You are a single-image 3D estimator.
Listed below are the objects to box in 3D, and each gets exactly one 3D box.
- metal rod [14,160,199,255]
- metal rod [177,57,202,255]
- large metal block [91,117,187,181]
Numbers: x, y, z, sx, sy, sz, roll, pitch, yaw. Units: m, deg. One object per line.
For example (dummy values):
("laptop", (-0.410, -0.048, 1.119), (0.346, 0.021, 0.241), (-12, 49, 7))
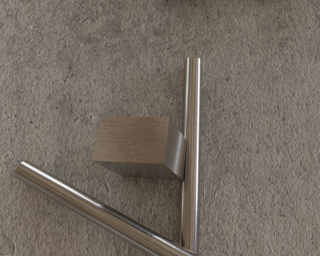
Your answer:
("metal rod", (-0.040, 0.112, 0.348), (0.301, 0.025, 0.025), (24, 72, 15))
("metal rod", (0.038, 0.045, 0.392), (0.025, 0.025, 0.299), (3, 70, 1))
("large metal block", (-0.019, 0.026, 0.358), (0.080, 0.080, 0.050), (0, 69, 19))
